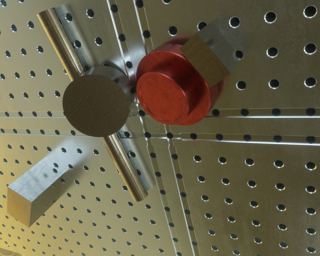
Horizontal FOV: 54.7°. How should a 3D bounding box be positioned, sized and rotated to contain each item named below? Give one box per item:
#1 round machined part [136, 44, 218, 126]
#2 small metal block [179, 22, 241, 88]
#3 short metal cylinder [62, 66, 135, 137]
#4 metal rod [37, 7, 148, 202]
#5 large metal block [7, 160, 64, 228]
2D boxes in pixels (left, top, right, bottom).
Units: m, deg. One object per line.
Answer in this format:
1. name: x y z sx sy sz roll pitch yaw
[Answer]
1. round machined part: 0.012 -0.042 0.355 0.098 0.042 0.097 22 136 23
2. small metal block: 0.053 -0.077 0.319 0.050 0.050 0.025 49 128 -7
3. short metal cylinder: -0.076 -0.035 0.394 0.080 0.050 0.079 1 113 3
4. metal rod: -0.088 -0.020 0.443 0.025 0.025 0.299 -11 113 32
5. large metal block: -0.228 0.119 0.567 0.050 0.080 0.079 30 128 9
